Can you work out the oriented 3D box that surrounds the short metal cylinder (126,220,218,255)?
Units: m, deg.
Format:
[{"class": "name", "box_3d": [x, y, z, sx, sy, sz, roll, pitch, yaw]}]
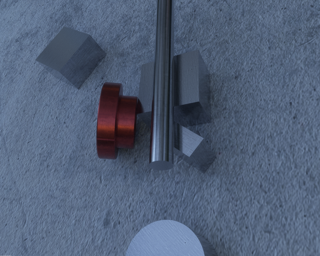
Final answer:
[{"class": "short metal cylinder", "box_3d": [0.013, 0.135, 0.298, 0.080, 0.050, 0.080, -13, 56, 20]}]

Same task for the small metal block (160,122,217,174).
[{"class": "small metal block", "box_3d": [0.032, 0.022, 0.357, 0.050, 0.050, 0.025, 32, 80, 37]}]

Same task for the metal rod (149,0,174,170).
[{"class": "metal rod", "box_3d": [0.005, -0.090, 0.390, 0.025, 0.025, 0.299, -12, 57, 21]}]

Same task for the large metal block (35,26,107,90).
[{"class": "large metal block", "box_3d": [-0.156, -0.124, 0.544, 0.080, 0.050, 0.080, 27, 76, 37]}]

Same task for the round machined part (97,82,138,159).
[{"class": "round machined part", "box_3d": [-0.052, -0.008, 0.396, 0.042, 0.098, 0.098, 4, 60, -3]}]

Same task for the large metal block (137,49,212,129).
[{"class": "large metal block", "box_3d": [0.020, -0.046, 0.405, 0.080, 0.050, 0.080, -10, 57, 22]}]
